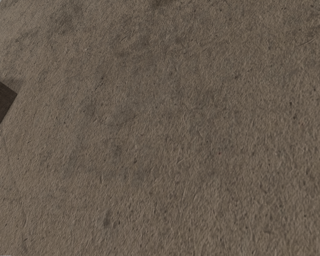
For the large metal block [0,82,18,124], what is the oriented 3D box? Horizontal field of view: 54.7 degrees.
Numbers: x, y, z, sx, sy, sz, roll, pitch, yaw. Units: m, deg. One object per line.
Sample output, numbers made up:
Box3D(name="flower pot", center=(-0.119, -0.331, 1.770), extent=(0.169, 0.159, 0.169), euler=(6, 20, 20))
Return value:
Box3D(name="large metal block", center=(-0.334, -0.047, 0.588), extent=(0.080, 0.050, 0.080), euler=(6, 65, 30))
